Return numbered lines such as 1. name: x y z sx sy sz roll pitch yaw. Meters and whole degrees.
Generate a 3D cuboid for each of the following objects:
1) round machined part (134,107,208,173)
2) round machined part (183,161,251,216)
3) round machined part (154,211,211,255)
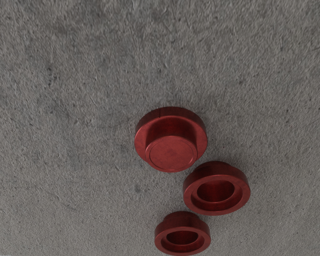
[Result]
1. round machined part: 0.015 0.022 0.415 0.099 0.042 0.097 0 130 0
2. round machined part: 0.084 0.088 0.471 0.099 0.042 0.097 0 130 0
3. round machined part: 0.039 0.186 0.554 0.099 0.042 0.097 0 130 0
